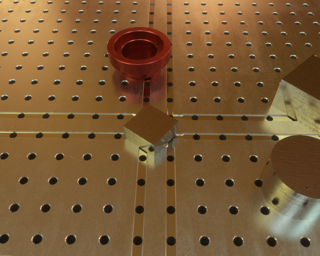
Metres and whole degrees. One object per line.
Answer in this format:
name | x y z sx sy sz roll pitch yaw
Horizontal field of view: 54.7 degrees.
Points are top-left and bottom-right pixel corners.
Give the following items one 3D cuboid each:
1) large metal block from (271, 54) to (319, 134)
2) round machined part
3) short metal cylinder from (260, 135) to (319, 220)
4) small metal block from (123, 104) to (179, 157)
large metal block | 0.220 -0.048 0.433 0.080 0.050 0.080 -35 59 -26
round machined part | -0.032 -0.115 0.493 0.099 0.042 0.098 0 50 0
short metal cylinder | 0.159 0.055 0.347 0.081 0.050 0.080 0 50 0
small metal block | -0.011 0.002 0.406 0.050 0.025 0.050 31 56 23
